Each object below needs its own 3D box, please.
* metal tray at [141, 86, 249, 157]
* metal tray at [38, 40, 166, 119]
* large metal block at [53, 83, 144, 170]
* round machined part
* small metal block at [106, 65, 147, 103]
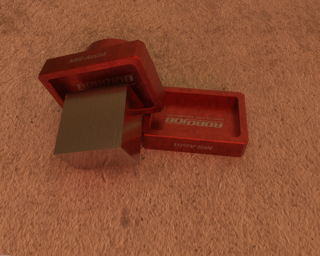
[{"bbox_3d":[0.046,-0.011,0.411,0.131,0.030,0.090,5,50,3],"label":"metal tray"},{"bbox_3d":[-0.068,-0.052,0.383,0.130,0.090,0.030,-7,49,18],"label":"metal tray"},{"bbox_3d":[-0.068,0.000,0.363,0.080,0.050,0.080,-7,61,17],"label":"large metal block"},{"bbox_3d":[-0.054,-0.077,0.407,0.099,0.097,0.042,5,50,3],"label":"round machined part"},{"bbox_3d":[-0.049,-0.066,0.460,0.050,0.025,0.050,5,50,4],"label":"small metal block"}]
